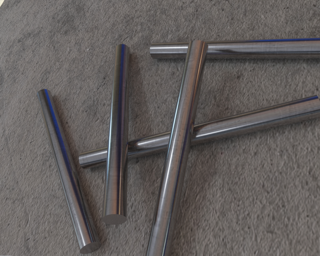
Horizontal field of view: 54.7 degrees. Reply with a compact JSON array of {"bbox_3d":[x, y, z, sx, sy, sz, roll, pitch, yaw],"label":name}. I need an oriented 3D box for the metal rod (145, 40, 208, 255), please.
[{"bbox_3d":[0.018,0.037,0.345,0.025,0.025,0.299,3,71,29],"label":"metal rod"}]

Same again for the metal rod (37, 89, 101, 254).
[{"bbox_3d":[-0.143,0.040,0.454,0.025,0.025,0.300,-36,51,5],"label":"metal rod"}]

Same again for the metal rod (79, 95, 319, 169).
[{"bbox_3d":[0.032,0.011,0.380,0.301,0.025,0.025,-14,56,20],"label":"metal rod"}]

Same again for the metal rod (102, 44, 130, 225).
[{"bbox_3d":[-0.055,-0.018,0.418,0.025,0.025,0.300,-20,46,17],"label":"metal rod"}]

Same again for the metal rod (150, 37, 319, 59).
[{"bbox_3d":[0.119,-0.102,0.404,0.300,0.025,0.025,8,66,31],"label":"metal rod"}]
